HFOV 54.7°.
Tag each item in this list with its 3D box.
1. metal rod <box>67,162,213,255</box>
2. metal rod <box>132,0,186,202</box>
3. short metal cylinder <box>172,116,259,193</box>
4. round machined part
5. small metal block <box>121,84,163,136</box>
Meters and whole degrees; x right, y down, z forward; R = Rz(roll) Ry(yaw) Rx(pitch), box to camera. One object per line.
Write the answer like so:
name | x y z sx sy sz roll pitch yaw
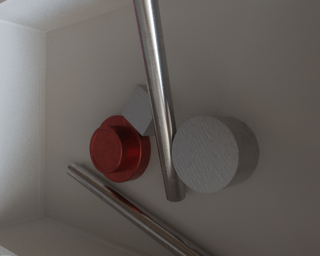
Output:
metal rod | -0.037 0.118 0.435 0.300 0.025 0.025 24 105 37
metal rod | -0.002 -0.048 0.330 0.025 0.025 0.298 12 122 39
short metal cylinder | 0.060 0.027 0.340 0.080 0.050 0.079 0 90 39
round machined part | -0.064 0.030 0.446 0.098 0.042 0.097 0 90 39
small metal block | -0.019 -0.024 0.420 0.050 0.025 0.050 44 116 30
